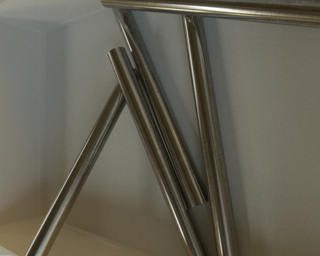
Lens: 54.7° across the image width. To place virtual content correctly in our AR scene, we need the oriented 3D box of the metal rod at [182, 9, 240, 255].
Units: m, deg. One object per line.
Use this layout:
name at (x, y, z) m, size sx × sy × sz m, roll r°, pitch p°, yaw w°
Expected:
metal rod at (0.058, 0.005, 0.357) m, size 0.025 × 0.025 × 0.298 m, roll -13°, pitch 82°, yaw 39°

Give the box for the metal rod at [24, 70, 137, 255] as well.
metal rod at (-0.102, 0.051, 0.410) m, size 0.025 × 0.025 × 0.299 m, roll 17°, pitch 76°, yaw 38°

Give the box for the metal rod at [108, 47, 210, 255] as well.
metal rod at (-0.003, 0.034, 0.389) m, size 0.025 × 0.025 × 0.299 m, roll -30°, pitch 77°, yaw 36°

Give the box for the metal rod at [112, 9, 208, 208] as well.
metal rod at (-0.005, -0.043, 0.408) m, size 0.025 × 0.025 × 0.299 m, roll -33°, pitch 70°, yaw 35°

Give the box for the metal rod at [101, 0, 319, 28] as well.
metal rod at (0.055, -0.132, 0.333) m, size 0.300 × 0.025 × 0.025 m, roll 18°, pitch 101°, yaw 30°
